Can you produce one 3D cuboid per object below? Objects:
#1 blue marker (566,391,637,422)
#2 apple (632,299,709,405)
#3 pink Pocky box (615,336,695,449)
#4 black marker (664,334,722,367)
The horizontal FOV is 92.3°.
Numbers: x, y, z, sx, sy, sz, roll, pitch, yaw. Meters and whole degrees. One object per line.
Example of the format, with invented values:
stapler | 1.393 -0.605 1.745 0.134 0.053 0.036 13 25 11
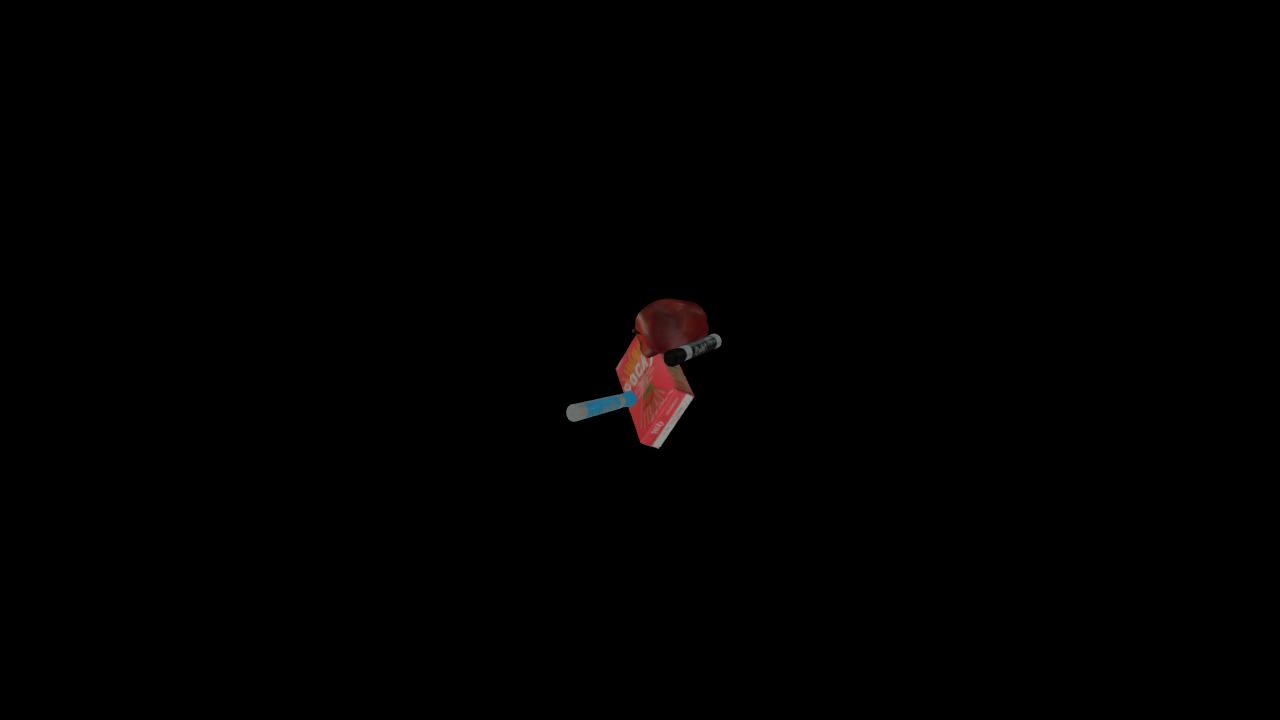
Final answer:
blue marker | -0.039 0.051 0.695 0.020 0.020 0.121 0 5 31
apple | 0.036 -0.039 0.751 0.093 0.079 0.079 -11 2 -12
pink Pocky box | 0.014 0.026 0.749 0.029 0.084 0.155 20 27 -26
black marker | 0.061 -0.012 0.702 0.020 0.020 0.121 0 11 31
